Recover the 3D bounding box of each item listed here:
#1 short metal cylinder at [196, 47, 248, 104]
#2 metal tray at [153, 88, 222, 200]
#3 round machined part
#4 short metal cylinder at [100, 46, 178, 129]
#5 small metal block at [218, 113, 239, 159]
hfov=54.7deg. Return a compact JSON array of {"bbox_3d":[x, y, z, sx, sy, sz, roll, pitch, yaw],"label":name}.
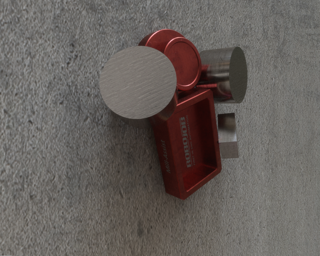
[{"bbox_3d":[0.091,-0.075,0.452,0.080,0.050,0.079,-6,96,-57],"label":"short metal cylinder"},{"bbox_3d":[0.039,0.020,0.421,0.091,0.030,0.129,-28,117,-37],"label":"metal tray"},{"bbox_3d":[0.017,-0.082,0.410,0.099,0.042,0.097,0,90,-40],"label":"round machined part"},{"bbox_3d":[-0.021,-0.043,0.344,0.050,0.080,0.080,67,35,-77],"label":"short metal cylinder"},{"bbox_3d":[0.104,0.012,0.470,0.050,0.025,0.050,64,25,-53],"label":"small metal block"}]
